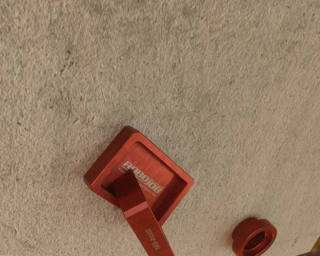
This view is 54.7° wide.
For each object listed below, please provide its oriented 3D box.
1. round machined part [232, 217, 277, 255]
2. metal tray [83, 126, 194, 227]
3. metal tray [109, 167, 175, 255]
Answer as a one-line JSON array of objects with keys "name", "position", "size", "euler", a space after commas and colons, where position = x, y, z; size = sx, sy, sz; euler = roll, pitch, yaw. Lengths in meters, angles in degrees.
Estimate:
[{"name": "round machined part", "position": [0.190, 0.225, 0.642], "size": [0.099, 0.042, 0.097], "euler": [-14, 125, -21]}, {"name": "metal tray", "position": [-0.023, 0.070, 0.413], "size": [0.090, 0.030, 0.130], "euler": [-52, 123, -8]}, {"name": "metal tray", "position": [-0.025, 0.117, 0.423], "size": [0.030, 0.090, 0.129], "euler": [-26, 128, -7]}]
